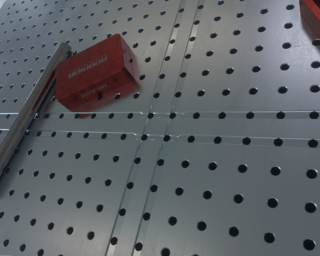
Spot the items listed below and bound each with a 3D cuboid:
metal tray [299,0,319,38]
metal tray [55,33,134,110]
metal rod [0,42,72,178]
[{"bbox_3d":[0.249,-0.155,0.369,0.130,0.030,0.090,-23,53,14],"label":"metal tray"},{"bbox_3d":[-0.113,-0.096,0.523,0.130,0.030,0.090,-22,53,14],"label":"metal tray"},{"bbox_3d":[-0.233,-0.028,0.547,0.025,0.025,0.300,8,65,31],"label":"metal rod"}]
